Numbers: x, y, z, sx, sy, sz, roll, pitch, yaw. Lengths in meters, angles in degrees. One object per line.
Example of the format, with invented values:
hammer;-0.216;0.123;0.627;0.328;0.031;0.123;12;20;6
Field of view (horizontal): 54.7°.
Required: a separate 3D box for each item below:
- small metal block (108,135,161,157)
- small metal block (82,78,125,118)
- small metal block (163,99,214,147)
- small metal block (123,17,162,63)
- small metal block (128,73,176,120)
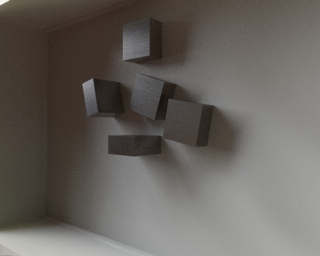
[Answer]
small metal block;-0.034;0.023;0.419;0.050;0.050;0.025;1;91;40
small metal block;-0.083;-0.043;0.459;0.025;0.050;0.050;-17;79;39
small metal block;0.034;-0.007;0.379;0.050;0.025;0.050;14;99;39
small metal block;-0.025;-0.119;0.427;0.050;0.025;0.050;0;90;40
small metal block;-0.011;-0.042;0.416;0.050;0.025;0.050;24;105;37
